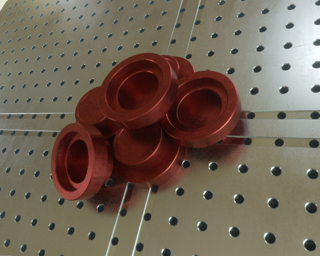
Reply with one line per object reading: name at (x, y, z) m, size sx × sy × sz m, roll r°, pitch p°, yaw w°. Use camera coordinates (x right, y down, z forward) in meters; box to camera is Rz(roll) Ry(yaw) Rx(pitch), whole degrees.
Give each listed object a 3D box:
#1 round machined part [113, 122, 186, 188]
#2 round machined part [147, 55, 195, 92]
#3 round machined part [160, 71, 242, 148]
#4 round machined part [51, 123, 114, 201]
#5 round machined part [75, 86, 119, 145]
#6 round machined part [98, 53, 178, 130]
round machined part at (-0.020, 0.023, 0.394) m, size 0.098 × 0.042 × 0.098 m, roll -13°, pitch 56°, yaw 21°
round machined part at (0.002, -0.063, 0.436) m, size 0.098 × 0.042 × 0.098 m, roll -13°, pitch 56°, yaw 21°
round machined part at (0.051, -0.019, 0.382) m, size 0.098 × 0.042 × 0.098 m, roll -13°, pitch 56°, yaw 21°
round machined part at (-0.099, 0.044, 0.407) m, size 0.098 × 0.042 × 0.098 m, roll -6°, pitch 80°, yaw 41°
round machined part at (-0.085, -0.023, 0.457) m, size 0.098 × 0.042 × 0.098 m, roll -13°, pitch 56°, yaw 21°
round machined part at (-0.023, -0.041, 0.380) m, size 0.098 × 0.042 × 0.098 m, roll -13°, pitch 56°, yaw 21°
